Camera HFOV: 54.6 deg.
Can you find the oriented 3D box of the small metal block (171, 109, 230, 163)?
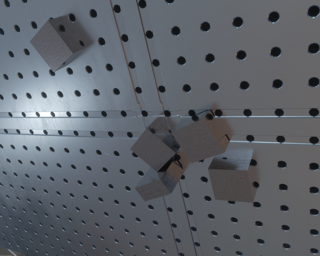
[{"bbox_3d":[0.051,0.012,0.392,0.050,0.025,0.050,-24,105,36],"label":"small metal block"}]

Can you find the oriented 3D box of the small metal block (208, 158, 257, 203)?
[{"bbox_3d":[0.095,0.068,0.403,0.050,0.025,0.050,-2,118,29],"label":"small metal block"}]

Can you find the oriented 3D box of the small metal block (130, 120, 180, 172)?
[{"bbox_3d":[-0.006,0.025,0.430,0.050,0.025,0.050,40,129,0],"label":"small metal block"}]

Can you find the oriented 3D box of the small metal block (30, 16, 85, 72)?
[{"bbox_3d":[-0.138,-0.112,0.416,0.050,0.025,0.050,-28,103,37],"label":"small metal block"}]

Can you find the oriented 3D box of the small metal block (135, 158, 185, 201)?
[{"bbox_3d":[0.000,0.074,0.441,0.050,0.050,0.025,-26,104,37],"label":"small metal block"}]
